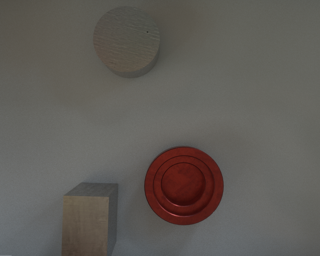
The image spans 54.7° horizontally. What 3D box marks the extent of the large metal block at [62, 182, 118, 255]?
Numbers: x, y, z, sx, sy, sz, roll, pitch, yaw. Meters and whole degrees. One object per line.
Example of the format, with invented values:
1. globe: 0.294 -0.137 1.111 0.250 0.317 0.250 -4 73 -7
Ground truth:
1. large metal block: -0.083 0.115 0.383 0.050 0.080 0.079 2 90 0

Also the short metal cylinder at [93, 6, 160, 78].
1. short metal cylinder: -0.041 -0.108 0.398 0.081 0.050 0.079 0 90 -1

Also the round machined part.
1. round machined part: 0.030 0.072 0.403 0.099 0.042 0.097 0 90 -1
